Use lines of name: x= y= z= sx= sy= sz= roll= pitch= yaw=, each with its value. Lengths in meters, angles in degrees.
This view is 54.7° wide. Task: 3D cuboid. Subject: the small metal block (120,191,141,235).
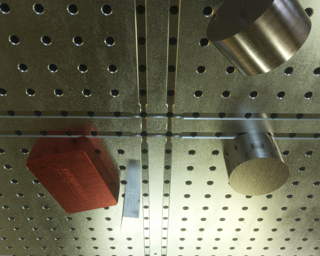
small metal block: x=-0.049 y=0.142 z=0.515 sx=0.025 sy=0.050 sz=0.050 roll=8 pitch=130 yaw=-7

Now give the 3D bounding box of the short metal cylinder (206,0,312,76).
short metal cylinder: x=0.092 y=-0.097 z=0.294 sx=0.080 sy=0.080 sz=0.050 roll=-36 pitch=122 yaw=26

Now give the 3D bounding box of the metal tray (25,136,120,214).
metal tray: x=-0.127 y=0.076 z=0.472 sx=0.090 sy=0.030 sz=0.129 roll=-13 pitch=129 yaw=11

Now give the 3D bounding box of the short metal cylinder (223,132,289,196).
short metal cylinder: x=0.135 y=0.052 z=0.440 sx=0.081 sy=0.050 sz=0.079 roll=0 pitch=130 yaw=0
